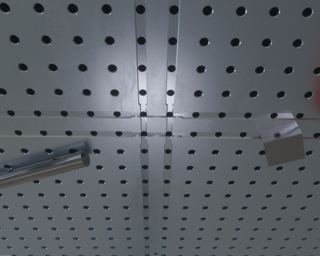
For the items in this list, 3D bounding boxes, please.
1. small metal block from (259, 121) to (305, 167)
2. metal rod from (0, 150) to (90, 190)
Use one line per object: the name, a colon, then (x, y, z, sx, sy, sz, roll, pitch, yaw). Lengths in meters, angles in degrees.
small metal block: (0.171, 0.023, 0.433, 0.050, 0.025, 0.050, -16, 129, 13)
metal rod: (-0.249, 0.083, 0.479, 0.301, 0.025, 0.025, -15, 129, 12)
